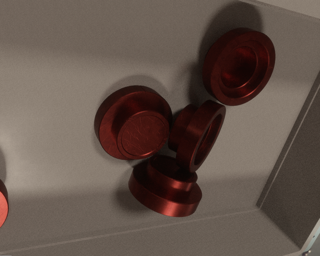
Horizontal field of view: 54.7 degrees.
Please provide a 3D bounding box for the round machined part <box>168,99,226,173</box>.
[{"bbox_3d":[0.046,0.007,0.409,0.098,0.042,0.097,-50,156,-32],"label":"round machined part"}]

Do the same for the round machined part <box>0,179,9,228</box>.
[{"bbox_3d":[-0.216,0.078,0.328,0.099,0.042,0.097,-14,125,-21],"label":"round machined part"}]

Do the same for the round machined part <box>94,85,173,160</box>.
[{"bbox_3d":[-0.028,0.000,0.384,0.099,0.042,0.097,-14,124,-21],"label":"round machined part"}]

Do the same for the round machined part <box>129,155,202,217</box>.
[{"bbox_3d":[0.011,0.070,0.413,0.099,0.098,0.042,9,111,-33],"label":"round machined part"}]

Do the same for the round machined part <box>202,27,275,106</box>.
[{"bbox_3d":[0.097,-0.081,0.402,0.099,0.042,0.097,-14,125,-21],"label":"round machined part"}]
